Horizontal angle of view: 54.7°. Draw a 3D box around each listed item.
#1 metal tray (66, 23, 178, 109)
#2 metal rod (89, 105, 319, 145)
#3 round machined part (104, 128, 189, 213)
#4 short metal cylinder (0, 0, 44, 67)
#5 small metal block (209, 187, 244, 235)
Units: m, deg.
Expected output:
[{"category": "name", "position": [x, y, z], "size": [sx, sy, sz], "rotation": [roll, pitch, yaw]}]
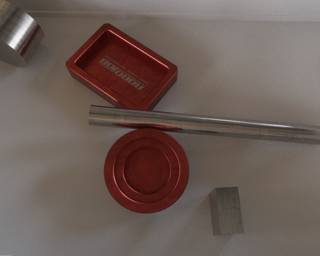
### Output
[{"category": "metal tray", "position": [-0.052, -0.079, 0.435], "size": [0.130, 0.030, 0.090], "rotation": [35, 73, 11]}, {"category": "metal rod", "position": [0.065, -0.003, 0.393], "size": [0.302, 0.025, 0.025], "rotation": [5, 70, -6]}, {"category": "round machined part", "position": [-0.016, 0.052, 0.376], "size": [0.099, 0.042, 0.097], "rotation": [0, 80, -2]}, {"category": "short metal cylinder", "position": [-0.209, -0.128, 0.425], "size": [0.080, 0.080, 0.050], "rotation": [21, 71, 7]}, {"category": "small metal block", "position": [0.076, 0.098, 0.361], "size": [0.025, 0.050, 0.050], "rotation": [-3, 70, -1]}]
